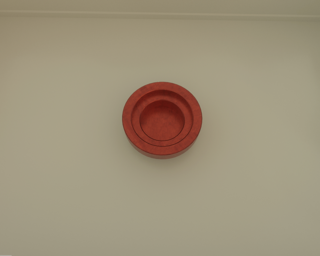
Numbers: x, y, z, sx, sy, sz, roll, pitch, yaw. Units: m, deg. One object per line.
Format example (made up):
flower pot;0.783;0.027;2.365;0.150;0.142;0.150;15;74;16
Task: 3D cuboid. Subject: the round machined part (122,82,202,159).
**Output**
round machined part;0.003;-0.007;0.399;0.099;0.042;0.098;0;70;-1
